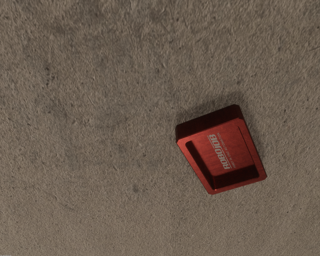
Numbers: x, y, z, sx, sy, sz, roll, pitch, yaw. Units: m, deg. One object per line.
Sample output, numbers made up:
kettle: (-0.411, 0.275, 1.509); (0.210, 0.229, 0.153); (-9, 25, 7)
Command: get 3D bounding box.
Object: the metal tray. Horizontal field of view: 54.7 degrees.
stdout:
metal tray: (0.088, 0.036, 0.435); (0.090, 0.030, 0.130); (-21, 128, 16)
